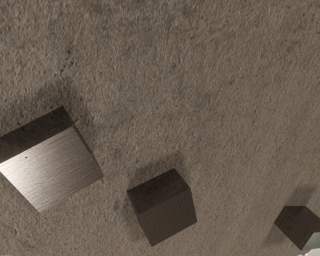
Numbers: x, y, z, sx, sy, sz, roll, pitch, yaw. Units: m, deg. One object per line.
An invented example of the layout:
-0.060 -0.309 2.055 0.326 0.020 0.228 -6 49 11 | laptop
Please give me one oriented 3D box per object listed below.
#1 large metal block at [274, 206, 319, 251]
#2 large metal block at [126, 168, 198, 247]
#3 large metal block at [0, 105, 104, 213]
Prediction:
0.317 0.219 0.684 0.081 0.080 0.050 9 114 -33 | large metal block
0.005 0.120 0.469 0.081 0.050 0.080 -24 128 -14 | large metal block
-0.121 0.035 0.347 0.080 0.050 0.080 -29 129 -10 | large metal block
